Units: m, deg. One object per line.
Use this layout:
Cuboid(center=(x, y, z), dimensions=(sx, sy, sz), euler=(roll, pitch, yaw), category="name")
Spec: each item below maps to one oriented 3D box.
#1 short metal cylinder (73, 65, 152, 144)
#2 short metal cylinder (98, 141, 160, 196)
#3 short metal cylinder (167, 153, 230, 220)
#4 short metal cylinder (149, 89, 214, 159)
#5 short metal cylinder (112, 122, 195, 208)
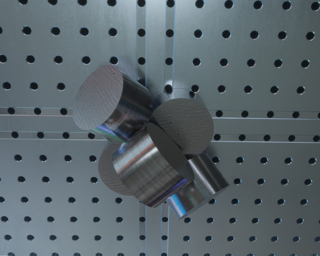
Cuboid(center=(-0.056, -0.027, 0.366), dimensions=(0.080, 0.080, 0.050), euler=(-44, 139, 14), category="short metal cylinder")
Cuboid(center=(-0.038, 0.043, 0.414), dimensions=(0.081, 0.050, 0.079), euler=(0, 110, -1), category="short metal cylinder")
Cuboid(center=(0.043, 0.077, 0.405), dimensions=(0.080, 0.080, 0.050), euler=(-39, 71, 13), category="short metal cylinder")
Cuboid(center=(0.025, -0.006, 0.397), dimensions=(0.081, 0.050, 0.079), euler=(0, 110, -1), category="short metal cylinder")
Cuboid(center=(-0.007, 0.040, 0.344), dimensions=(0.050, 0.080, 0.080), euler=(-39, 106, 13), category="short metal cylinder")
